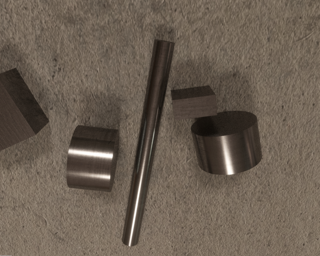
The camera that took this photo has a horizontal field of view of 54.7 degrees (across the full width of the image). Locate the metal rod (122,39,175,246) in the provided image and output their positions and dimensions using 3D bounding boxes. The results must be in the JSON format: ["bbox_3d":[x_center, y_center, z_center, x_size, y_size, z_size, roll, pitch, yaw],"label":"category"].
[{"bbox_3d":[-0.020,0.034,0.421,0.025,0.025,0.298,9,110,-4],"label":"metal rod"}]

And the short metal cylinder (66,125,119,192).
[{"bbox_3d":[-0.083,0.039,0.394,0.050,0.080,0.079,7,110,-3],"label":"short metal cylinder"}]

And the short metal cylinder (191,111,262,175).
[{"bbox_3d":[0.083,0.016,0.388,0.080,0.080,0.050,-12,110,4],"label":"short metal cylinder"}]

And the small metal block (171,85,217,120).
[{"bbox_3d":[0.041,-0.032,0.385,0.050,0.050,0.025,-7,110,2],"label":"small metal block"}]

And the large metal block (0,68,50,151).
[{"bbox_3d":[-0.202,-0.018,0.387,0.080,0.050,0.080,-23,109,8],"label":"large metal block"}]
